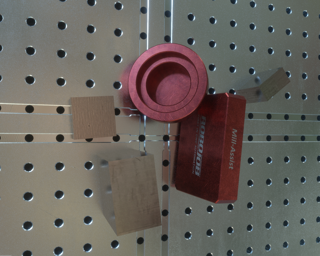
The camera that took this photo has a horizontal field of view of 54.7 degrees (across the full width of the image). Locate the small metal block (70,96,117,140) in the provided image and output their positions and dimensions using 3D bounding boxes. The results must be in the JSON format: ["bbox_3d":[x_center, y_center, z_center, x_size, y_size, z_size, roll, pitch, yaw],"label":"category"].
[{"bbox_3d":[-0.083,-0.013,0.383,0.050,0.025,0.050,-5,92,-20],"label":"small metal block"}]

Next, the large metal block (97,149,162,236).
[{"bbox_3d":[-0.040,0.071,0.370,0.050,0.080,0.079,-7,93,-20],"label":"large metal block"}]

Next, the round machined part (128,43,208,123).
[{"bbox_3d":[0.013,-0.054,0.394,0.098,0.042,0.097,-1,83,12],"label":"round machined part"}]

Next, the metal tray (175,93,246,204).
[{"bbox_3d":[0.062,0.023,0.400,0.030,0.090,0.129,7,88,-31],"label":"metal tray"}]

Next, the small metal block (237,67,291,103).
[{"bbox_3d":[0.153,-0.062,0.457,0.050,0.050,0.025,-38,103,-16],"label":"small metal block"}]
